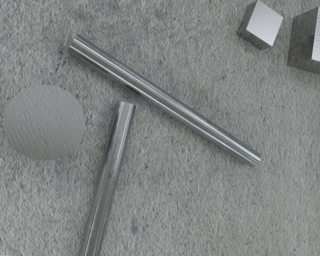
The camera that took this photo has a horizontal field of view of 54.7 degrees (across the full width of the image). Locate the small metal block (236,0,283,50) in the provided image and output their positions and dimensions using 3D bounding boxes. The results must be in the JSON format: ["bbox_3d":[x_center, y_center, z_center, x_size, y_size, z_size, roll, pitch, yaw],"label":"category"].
[{"bbox_3d":[0.150,-0.153,0.464,0.050,0.025,0.050,25,82,-19],"label":"small metal block"}]

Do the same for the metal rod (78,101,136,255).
[{"bbox_3d":[-0.077,0.114,0.381,0.025,0.025,0.299,15,85,-20],"label":"metal rod"}]

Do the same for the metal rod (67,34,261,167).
[{"bbox_3d":[0.018,-0.027,0.415,0.301,0.025,0.025,31,80,-18],"label":"metal rod"}]

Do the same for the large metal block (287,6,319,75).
[{"bbox_3d":[0.256,-0.133,0.490,0.081,0.050,0.080,10,87,-20],"label":"large metal block"}]

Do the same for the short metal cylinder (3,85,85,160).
[{"bbox_3d":[-0.128,-0.006,0.349,0.081,0.050,0.080,0,90,-20],"label":"short metal cylinder"}]
